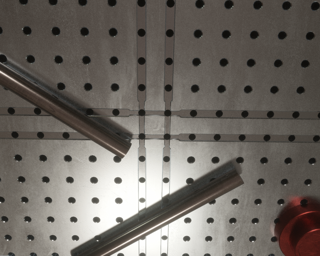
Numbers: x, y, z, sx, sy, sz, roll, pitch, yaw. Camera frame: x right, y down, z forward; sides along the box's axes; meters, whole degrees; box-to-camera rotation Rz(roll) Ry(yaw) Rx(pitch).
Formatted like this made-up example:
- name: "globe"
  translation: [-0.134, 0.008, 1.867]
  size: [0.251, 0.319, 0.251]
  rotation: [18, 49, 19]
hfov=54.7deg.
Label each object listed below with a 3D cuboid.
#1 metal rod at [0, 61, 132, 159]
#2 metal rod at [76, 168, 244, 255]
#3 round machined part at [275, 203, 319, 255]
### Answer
- name: "metal rod"
  translation: [-0.169, -0.049, 0.392]
  size: [0.301, 0.025, 0.025]
  rotation: [33, 107, -12]
- name: "metal rod"
  translation: [-0.013, 0.144, 0.466]
  size: [0.300, 0.025, 0.025]
  rotation: [-31, 108, 10]
- name: "round machined part"
  translation: [0.230, 0.168, 0.470]
  size: [0.099, 0.042, 0.097]
  rotation: [0, 110, -1]
